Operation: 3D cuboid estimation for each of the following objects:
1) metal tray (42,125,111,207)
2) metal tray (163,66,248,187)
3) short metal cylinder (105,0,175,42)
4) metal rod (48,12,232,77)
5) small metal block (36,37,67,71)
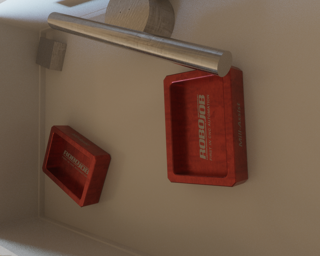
[{"bbox_3d":[-0.144,0.060,0.518,0.130,0.030,0.089,28,107,36],"label":"metal tray"},{"bbox_3d":[0.050,-0.001,0.360,0.090,0.030,0.129,-4,88,39],"label":"metal tray"},{"bbox_3d":[-0.028,-0.143,0.411,0.080,0.050,0.079,0,90,39],"label":"short metal cylinder"},{"bbox_3d":[-0.049,-0.111,0.379,0.300,0.025,0.025,25,106,36],"label":"metal rod"},{"bbox_3d":[-0.200,-0.136,0.568,0.050,0.025,0.050,25,106,37],"label":"small metal block"}]
